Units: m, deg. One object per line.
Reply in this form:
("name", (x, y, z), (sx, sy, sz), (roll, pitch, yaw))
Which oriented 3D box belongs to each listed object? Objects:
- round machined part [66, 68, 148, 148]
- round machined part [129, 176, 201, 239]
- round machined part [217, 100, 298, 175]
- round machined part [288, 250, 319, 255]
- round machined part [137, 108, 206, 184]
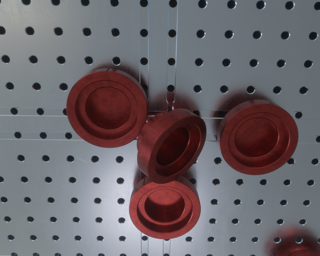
("round machined part", (-0.064, -0.027, 0.394), (0.099, 0.042, 0.097), (0, 110, 0))
("round machined part", (0.007, 0.106, 0.443), (0.099, 0.042, 0.097), (0, 110, 0))
("round machined part", (0.125, 0.009, 0.409), (0.099, 0.042, 0.097), (0, 110, 0))
("round machined part", (0.233, 0.236, 0.493), (0.099, 0.042, 0.097), (0, 110, 0))
("round machined part", (0.010, 0.019, 0.393), (0.099, 0.042, 0.097), (-27, 135, -30))
